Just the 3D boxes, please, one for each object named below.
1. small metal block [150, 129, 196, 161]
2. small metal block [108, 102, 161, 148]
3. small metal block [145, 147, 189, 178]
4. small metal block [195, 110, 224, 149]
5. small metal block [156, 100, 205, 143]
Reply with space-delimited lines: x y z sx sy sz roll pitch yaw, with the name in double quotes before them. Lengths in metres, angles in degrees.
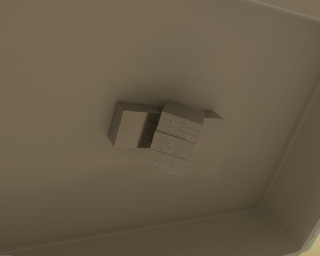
"small metal block" 0.019 0.013 0.397 0.050 0.050 0.025 18 113 3
"small metal block" -0.033 -0.003 0.388 0.050 0.025 0.050 4 117 -31
"small metal block" 0.012 0.035 0.407 0.050 0.050 0.025 18 113 3
"small metal block" 0.056 0.002 0.441 0.050 0.025 0.050 3 117 -30
"small metal block" 0.027 -0.009 0.388 0.050 0.050 0.025 19 112 3
